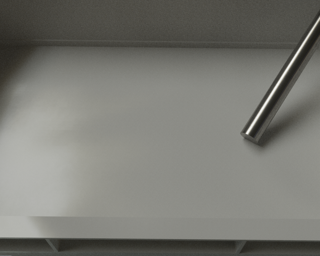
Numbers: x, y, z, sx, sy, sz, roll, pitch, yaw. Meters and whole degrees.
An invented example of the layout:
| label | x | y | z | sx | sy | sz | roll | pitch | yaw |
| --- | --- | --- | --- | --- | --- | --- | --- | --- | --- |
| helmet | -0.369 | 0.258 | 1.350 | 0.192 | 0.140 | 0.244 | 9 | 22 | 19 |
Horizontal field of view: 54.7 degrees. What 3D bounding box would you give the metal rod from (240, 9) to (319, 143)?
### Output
| label | x | y | z | sx | sy | sz | roll | pitch | yaw |
| --- | --- | --- | --- | --- | --- | --- | --- | --- | --- |
| metal rod | 0.199 | -0.109 | 0.420 | 0.025 | 0.025 | 0.300 | 31 | 81 | 23 |
